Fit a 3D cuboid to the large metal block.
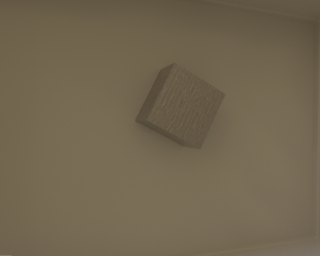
[{"bbox_3d":[0.026,-0.027,0.408,0.080,0.050,0.080,29,80,-18],"label":"large metal block"}]
